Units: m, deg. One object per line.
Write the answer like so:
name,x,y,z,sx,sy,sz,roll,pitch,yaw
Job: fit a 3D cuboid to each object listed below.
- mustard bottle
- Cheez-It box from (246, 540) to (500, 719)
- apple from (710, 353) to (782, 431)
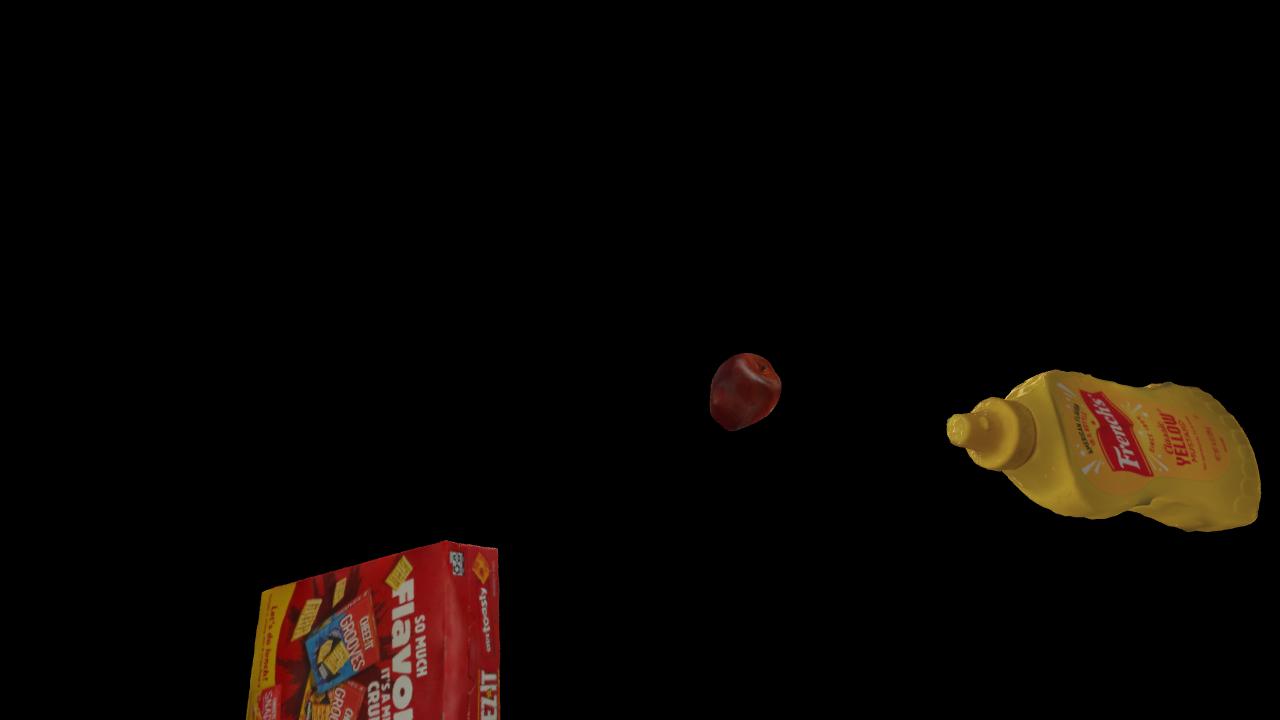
mustard bottle,0.271,0.052,0.372,0.184,0.092,0.054,7,-21,-10
Cheez-It box,-0.218,0.253,0.498,0.223,0.166,0.071,-21,-30,22
apple,0.118,0.037,0.707,0.079,0.093,0.079,20,36,-15
